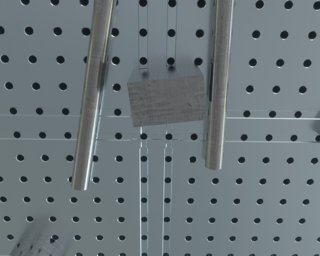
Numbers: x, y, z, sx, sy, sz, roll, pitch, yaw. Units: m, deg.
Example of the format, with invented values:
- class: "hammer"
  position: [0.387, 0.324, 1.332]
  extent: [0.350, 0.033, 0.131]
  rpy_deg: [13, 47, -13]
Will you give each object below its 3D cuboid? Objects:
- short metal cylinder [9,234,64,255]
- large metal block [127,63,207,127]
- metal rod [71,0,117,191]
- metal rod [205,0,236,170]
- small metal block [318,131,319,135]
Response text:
- class: "short metal cylinder"
  position: [-0.195, 0.213, 0.477]
  extent: [0.081, 0.050, 0.079]
  rpy_deg: [0, 110, 0]
- class: "large metal block"
  position: [0.008, -0.042, 0.369]
  extent: [0.080, 0.080, 0.050]
  rpy_deg: [-6, 110, 2]
- class: "metal rod"
  position: [-0.084, -0.054, 0.392]
  extent: [0.025, 0.025, 0.298]
  rpy_deg: [11, 110, -4]
- class: "metal rod"
  position: [0.075, -0.087, 0.381]
  extent: [0.025, 0.025, 0.298]
  rpy_deg: [0, 110, 0]
- class: "small metal block"
  position: [0.253, 0.000, 0.416]
  extent: [0.050, 0.025, 0.050]
  rpy_deg: [23, 108, -8]
